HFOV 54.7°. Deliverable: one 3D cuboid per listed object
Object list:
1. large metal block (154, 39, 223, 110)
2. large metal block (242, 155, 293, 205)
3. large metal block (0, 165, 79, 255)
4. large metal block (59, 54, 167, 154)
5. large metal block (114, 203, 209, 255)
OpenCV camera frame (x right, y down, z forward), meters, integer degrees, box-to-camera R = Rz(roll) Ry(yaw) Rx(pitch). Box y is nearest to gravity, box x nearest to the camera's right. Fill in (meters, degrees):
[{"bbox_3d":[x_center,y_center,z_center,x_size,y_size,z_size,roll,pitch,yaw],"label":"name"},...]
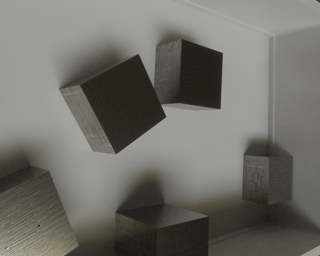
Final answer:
[{"bbox_3d":[0.040,-0.068,0.426,0.081,0.050,0.080,4,87,-40],"label":"large metal block"},{"bbox_3d":[0.194,0.089,0.557,0.081,0.050,0.079,3,88,-40],"label":"large metal block"},{"bbox_3d":[-0.133,0.089,0.280,0.081,0.050,0.080,-26,107,-37],"label":"large metal block"},{"bbox_3d":[-0.051,-0.027,0.349,0.080,0.050,0.080,-38,113,-34],"label":"large metal block"},{"bbox_3d":[0.001,0.129,0.374,0.081,0.080,0.050,2,89,-40],"label":"large metal block"}]
